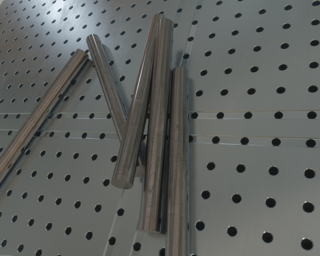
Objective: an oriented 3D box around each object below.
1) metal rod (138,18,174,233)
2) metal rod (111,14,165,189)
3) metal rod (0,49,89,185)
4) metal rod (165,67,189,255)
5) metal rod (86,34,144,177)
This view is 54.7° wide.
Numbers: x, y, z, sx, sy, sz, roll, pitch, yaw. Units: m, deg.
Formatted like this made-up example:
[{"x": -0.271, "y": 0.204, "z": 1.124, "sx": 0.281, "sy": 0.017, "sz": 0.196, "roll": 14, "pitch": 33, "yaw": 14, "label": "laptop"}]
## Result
[{"x": -0.002, "y": -0.021, "z": 0.405, "sx": 0.025, "sy": 0.025, "sz": 0.299, "roll": -7, "pitch": 63, "yaw": 24, "label": "metal rod"}, {"x": -0.022, "y": -0.058, "z": 0.435, "sx": 0.025, "sy": 0.025, "sz": 0.300, "roll": -8, "pitch": 52, "yaw": 24, "label": "metal rod"}, {"x": -0.212, "y": -0.010, "z": 0.523, "sx": 0.025, "sy": 0.025, "sz": 0.300, "roll": 19, "pitch": 71, "yaw": 35, "label": "metal rod"}, {"x": 0.022, "y": 0.050, "z": 0.365, "sx": 0.025, "sy": 0.025, "sz": 0.299, "roll": -11, "pitch": 57, "yaw": 22, "label": "metal rod"}, {"x": -0.074, "y": -0.054, "z": 0.478, "sx": 0.025, "sy": 0.025, "sz": 0.300, "roll": -31, "pitch": 52, "yaw": 8, "label": "metal rod"}]
